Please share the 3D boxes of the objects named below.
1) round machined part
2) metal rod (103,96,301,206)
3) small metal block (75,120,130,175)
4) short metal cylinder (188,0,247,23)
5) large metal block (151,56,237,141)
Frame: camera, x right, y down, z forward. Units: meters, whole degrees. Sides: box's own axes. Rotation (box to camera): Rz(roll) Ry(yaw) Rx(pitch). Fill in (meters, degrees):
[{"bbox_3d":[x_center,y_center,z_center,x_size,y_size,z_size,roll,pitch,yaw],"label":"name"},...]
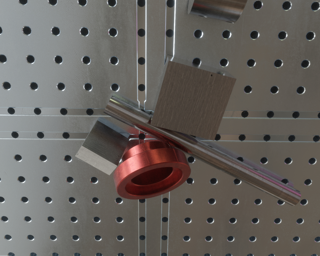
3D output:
[{"bbox_3d":[-0.013,0.053,0.407,0.099,0.042,0.098,-13,147,-9],"label":"round machined part"},{"bbox_3d":[0.065,0.036,0.427,0.301,0.025,0.025,27,108,-10],"label":"metal rod"},{"bbox_3d":[-0.074,0.025,0.405,0.050,0.050,0.025,32,131,-11],"label":"small metal block"},{"bbox_3d":[0.063,-0.157,0.327,0.050,0.080,0.079,10,110,-4],"label":"short metal cylinder"},{"bbox_3d":[0.038,-0.039,0.386,0.081,0.050,0.079,14,109,-6],"label":"large metal block"}]
